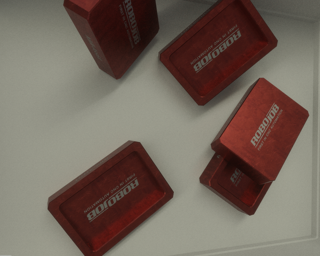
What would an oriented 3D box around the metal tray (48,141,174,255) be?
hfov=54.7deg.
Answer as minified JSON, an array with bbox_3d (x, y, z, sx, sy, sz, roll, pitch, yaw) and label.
[{"bbox_3d":[-0.059,0.087,0.386,0.131,0.030,0.090,-36,102,-17],"label":"metal tray"}]

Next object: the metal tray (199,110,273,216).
[{"bbox_3d":[0.129,0.050,0.457,0.090,0.030,0.130,38,78,-17],"label":"metal tray"}]

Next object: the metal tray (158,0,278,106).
[{"bbox_3d":[0.074,-0.103,0.407,0.130,0.030,0.090,-40,108,9],"label":"metal tray"}]

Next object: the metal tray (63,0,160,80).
[{"bbox_3d":[-0.044,-0.120,0.340,0.030,0.130,0.090,34,79,14],"label":"metal tray"}]

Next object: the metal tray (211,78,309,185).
[{"bbox_3d":[0.143,0.002,0.436,0.090,0.030,0.130,38,66,1],"label":"metal tray"}]
